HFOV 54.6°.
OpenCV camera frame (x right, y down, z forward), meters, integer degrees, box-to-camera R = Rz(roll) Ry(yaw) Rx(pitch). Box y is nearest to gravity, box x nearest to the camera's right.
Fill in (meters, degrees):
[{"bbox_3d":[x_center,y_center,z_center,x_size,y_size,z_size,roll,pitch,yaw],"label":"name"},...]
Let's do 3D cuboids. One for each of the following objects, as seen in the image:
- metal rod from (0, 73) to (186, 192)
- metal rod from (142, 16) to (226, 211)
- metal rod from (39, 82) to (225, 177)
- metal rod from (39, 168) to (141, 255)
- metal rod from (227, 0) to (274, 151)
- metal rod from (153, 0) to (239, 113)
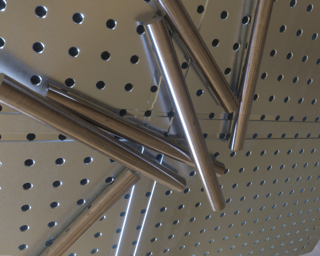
[{"bbox_3d":[-0.057,0.025,0.375,0.025,0.025,0.301,-48,135,6],"label":"metal rod"},{"bbox_3d":[0.042,0.003,0.411,0.025,0.025,0.299,-29,121,-10],"label":"metal rod"},{"bbox_3d":[-0.013,0.016,0.412,0.301,0.025,0.025,25,104,-37],"label":"metal rod"},{"bbox_3d":[-0.141,0.168,0.437,0.300,0.025,0.025,-45,129,3],"label":"metal rod"},{"bbox_3d":[0.125,-0.099,0.417,0.025,0.025,0.298,-12,123,-22],"label":"metal rod"},{"bbox_3d":[0.024,-0.117,0.350,0.025,0.025,0.300,-42,129,0],"label":"metal rod"}]
